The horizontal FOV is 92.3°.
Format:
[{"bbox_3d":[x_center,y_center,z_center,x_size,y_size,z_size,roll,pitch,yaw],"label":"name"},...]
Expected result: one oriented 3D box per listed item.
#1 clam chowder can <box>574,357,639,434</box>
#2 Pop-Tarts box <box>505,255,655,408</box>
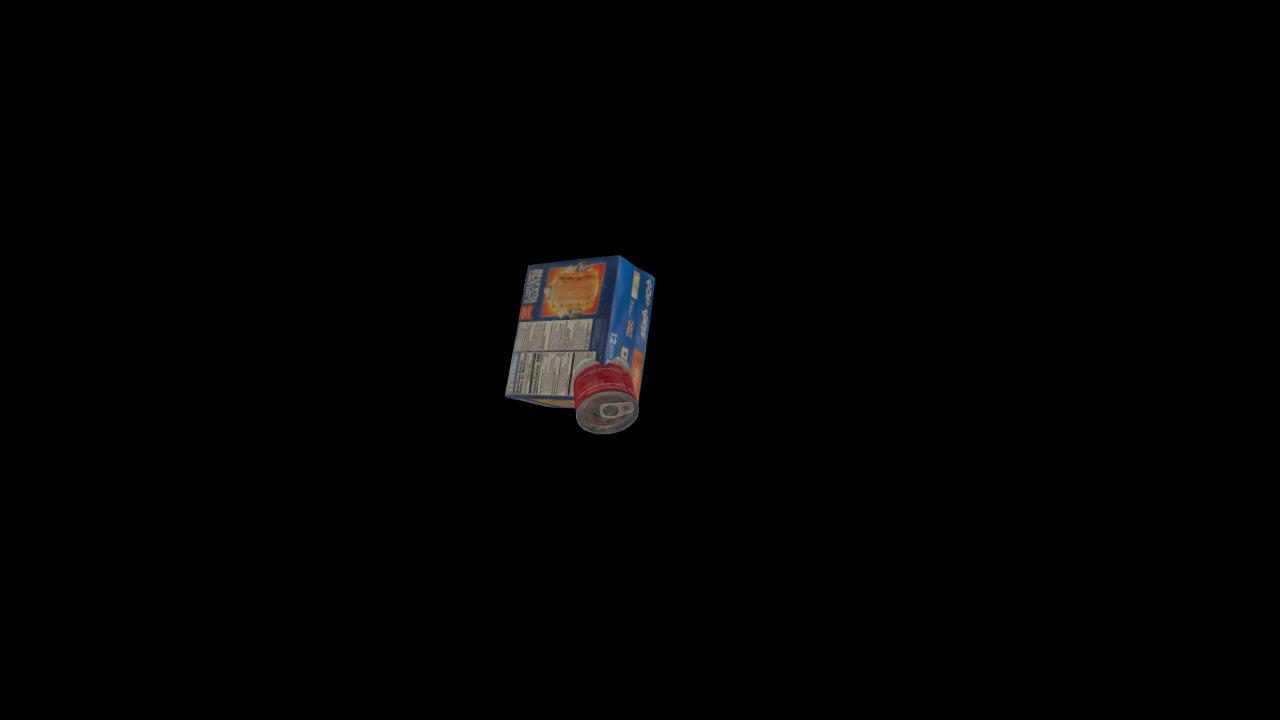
[{"bbox_3d":[-0.042,0.022,0.683,0.068,0.068,0.102,0,44,-13],"label":"clam chowder can"},{"bbox_3d":[-0.069,-0.028,0.731,0.141,0.167,0.083,0,-15,32],"label":"Pop-Tarts box"}]
